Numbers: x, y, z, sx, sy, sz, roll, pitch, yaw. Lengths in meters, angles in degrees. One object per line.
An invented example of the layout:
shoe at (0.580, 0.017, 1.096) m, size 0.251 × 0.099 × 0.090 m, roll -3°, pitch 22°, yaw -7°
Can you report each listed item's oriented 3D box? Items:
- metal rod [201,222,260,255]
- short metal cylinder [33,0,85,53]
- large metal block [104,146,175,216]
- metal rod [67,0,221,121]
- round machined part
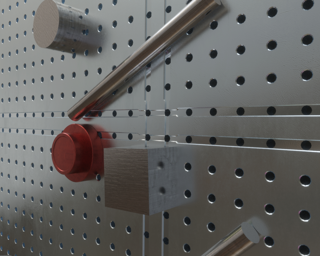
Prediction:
metal rod at (0.012, 0.213, 0.397) m, size 0.298 × 0.025 × 0.025 m, roll -50°, pitch 61°, yaw 27°
short metal cylinder at (-0.174, -0.173, 0.534) m, size 0.080 × 0.050 × 0.079 m, roll 0°, pitch 90°, yaw 39°
large metal block at (-0.029, 0.066, 0.415) m, size 0.080 × 0.050 × 0.079 m, roll -2°, pitch 89°, yaw 39°
metal rod at (-0.042, -0.087, 0.441) m, size 0.299 × 0.025 × 0.025 m, roll -32°, pitch 71°, yaw 35°
round machined part at (-0.143, 0.041, 0.513) m, size 0.098 × 0.042 × 0.097 m, roll 0°, pitch 90°, yaw 39°
